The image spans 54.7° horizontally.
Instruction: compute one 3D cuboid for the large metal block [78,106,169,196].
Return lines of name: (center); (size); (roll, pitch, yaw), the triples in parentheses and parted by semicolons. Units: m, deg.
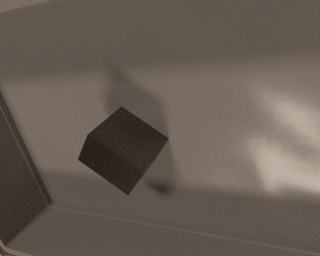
large metal block: (-0.047, 0.028, 0.414); (0.080, 0.080, 0.050); (35, 129, 5)
